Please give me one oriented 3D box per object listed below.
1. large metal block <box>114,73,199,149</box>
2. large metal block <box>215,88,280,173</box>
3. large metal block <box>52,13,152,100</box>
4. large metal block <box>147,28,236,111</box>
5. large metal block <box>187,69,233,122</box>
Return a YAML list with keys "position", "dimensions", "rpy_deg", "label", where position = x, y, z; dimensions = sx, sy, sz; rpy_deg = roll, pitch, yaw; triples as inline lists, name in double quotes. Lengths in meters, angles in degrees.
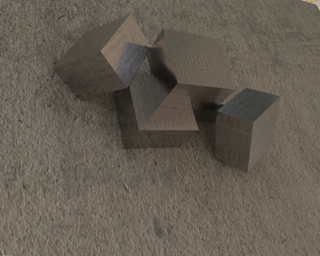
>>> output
- position: [-0.007, -0.021, 0.397]
  dimensions: [0.081, 0.050, 0.080]
  rpy_deg: [0, 62, -29]
  label: "large metal block"
- position: [0.120, 0.001, 0.428]
  dimensions: [0.050, 0.079, 0.081]
  rpy_deg: [22, 41, 34]
  label: "large metal block"
- position: [-0.068, -0.086, 0.378]
  dimensions: [0.050, 0.080, 0.080]
  rpy_deg: [55, 43, -33]
  label: "large metal block"
- position: [0.037, -0.070, 0.387]
  dimensions: [0.081, 0.050, 0.080]
  rpy_deg: [2, 61, -28]
  label: "large metal block"
- position: [0.053, -0.056, 0.454]
  dimensions: [0.081, 0.050, 0.080]
  rpy_deg: [0, 62, -29]
  label: "large metal block"
